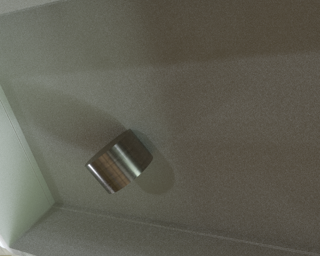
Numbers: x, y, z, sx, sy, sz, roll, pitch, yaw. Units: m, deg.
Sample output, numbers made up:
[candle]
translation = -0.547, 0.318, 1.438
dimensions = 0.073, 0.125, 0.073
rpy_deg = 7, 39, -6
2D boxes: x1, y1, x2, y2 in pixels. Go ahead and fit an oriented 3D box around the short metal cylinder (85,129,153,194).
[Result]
[short metal cylinder]
translation = -0.057, 0.046, 0.432
dimensions = 0.080, 0.080, 0.050
rpy_deg = -32, 101, 38
